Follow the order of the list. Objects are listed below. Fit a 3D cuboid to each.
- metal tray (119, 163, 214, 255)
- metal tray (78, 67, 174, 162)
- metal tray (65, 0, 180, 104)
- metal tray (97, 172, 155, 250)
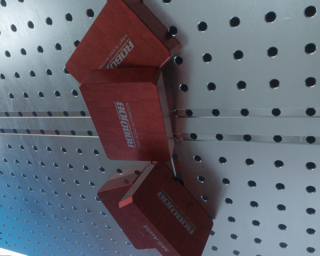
[{"bbox_3d":[0.014,0.122,0.435,0.030,0.090,0.130,-34,100,38],"label":"metal tray"},{"bbox_3d":[-0.036,-0.012,0.386,0.090,0.030,0.129,0,134,13],"label":"metal tray"},{"bbox_3d":[-0.050,-0.086,0.379,0.090,0.030,0.129,46,129,-5],"label":"metal tray"},{"bbox_3d":[-0.034,0.140,0.511,0.090,0.030,0.130,-21,108,35],"label":"metal tray"}]
